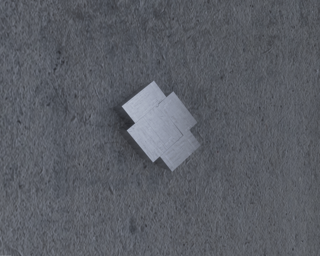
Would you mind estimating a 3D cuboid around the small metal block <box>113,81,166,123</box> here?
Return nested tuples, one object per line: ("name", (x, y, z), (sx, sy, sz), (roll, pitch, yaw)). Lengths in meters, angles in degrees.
("small metal block", (-0.027, -0.031, 0.387), (0.050, 0.050, 0.025), (-41, 104, -16))

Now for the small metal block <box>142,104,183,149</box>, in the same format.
("small metal block", (-0.005, -0.002, 0.396), (0.025, 0.050, 0.050), (-42, 104, -15))

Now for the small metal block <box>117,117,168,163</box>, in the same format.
("small metal block", (-0.023, 0.014, 0.389), (0.025, 0.050, 0.050), (-42, 104, -15))

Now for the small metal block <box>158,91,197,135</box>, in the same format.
("small metal block", (0.014, -0.018, 0.402), (0.025, 0.050, 0.050), (-43, 104, -15))

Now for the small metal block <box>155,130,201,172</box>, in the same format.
("small metal block", (0.017, 0.028, 0.404), (0.050, 0.050, 0.025), (-41, 104, -16))
